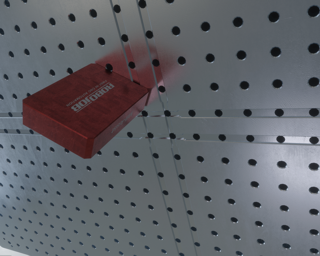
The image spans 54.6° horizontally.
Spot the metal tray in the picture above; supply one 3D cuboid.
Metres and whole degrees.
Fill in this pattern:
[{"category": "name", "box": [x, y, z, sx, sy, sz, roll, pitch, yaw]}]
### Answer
[{"category": "metal tray", "box": [-0.083, -0.027, 0.371, 0.090, 0.131, 0.030, 27, 128, 11]}]
